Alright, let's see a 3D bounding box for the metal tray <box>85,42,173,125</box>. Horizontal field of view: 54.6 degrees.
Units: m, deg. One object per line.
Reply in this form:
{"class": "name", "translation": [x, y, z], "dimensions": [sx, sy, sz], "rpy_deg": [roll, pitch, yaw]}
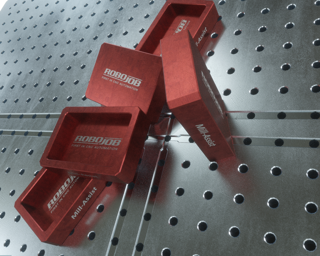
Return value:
{"class": "metal tray", "translation": [-0.047, -0.067, 0.451], "dimensions": [0.130, 0.030, 0.090], "rpy_deg": [24, 97, 36]}

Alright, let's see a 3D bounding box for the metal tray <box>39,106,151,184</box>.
{"class": "metal tray", "translation": [-0.084, 0.018, 0.399], "dimensions": [0.130, 0.030, 0.090], "rpy_deg": [2, 63, 29]}

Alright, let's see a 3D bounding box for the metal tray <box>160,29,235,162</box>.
{"class": "metal tray", "translation": [0.043, -0.030, 0.337], "dimensions": [0.030, 0.130, 0.090], "rpy_deg": [-18, 55, 18]}

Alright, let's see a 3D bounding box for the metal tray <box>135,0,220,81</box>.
{"class": "metal tray", "translation": [0.022, -0.140, 0.480], "dimensions": [0.090, 0.030, 0.130], "rpy_deg": [19, 72, 35]}

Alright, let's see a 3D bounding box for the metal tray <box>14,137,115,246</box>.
{"class": "metal tray", "translation": [-0.129, 0.079, 0.425], "dimensions": [0.090, 0.030, 0.130], "rpy_deg": [29, 77, 37]}
